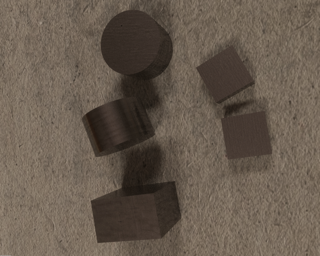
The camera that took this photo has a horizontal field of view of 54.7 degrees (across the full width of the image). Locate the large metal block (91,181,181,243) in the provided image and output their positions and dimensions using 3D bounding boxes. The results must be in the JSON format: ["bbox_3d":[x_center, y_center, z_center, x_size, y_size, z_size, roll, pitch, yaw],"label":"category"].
[{"bbox_3d":[-0.027,0.103,0.388,0.080,0.080,0.050,-11,87,19],"label":"large metal block"}]

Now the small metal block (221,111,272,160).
[{"bbox_3d":[0.104,0.009,0.372,0.050,0.025,0.050,-10,87,19],"label":"small metal block"}]

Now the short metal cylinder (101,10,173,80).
[{"bbox_3d":[-0.029,-0.106,0.405,0.080,0.050,0.079,0,90,19],"label":"short metal cylinder"}]

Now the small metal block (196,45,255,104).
[{"bbox_3d":[0.080,-0.064,0.380,0.050,0.025,0.050,-31,80,17],"label":"small metal block"}]

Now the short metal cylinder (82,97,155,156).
[{"bbox_3d":[-0.053,-0.001,0.397,0.080,0.080,0.050,-24,82,18],"label":"short metal cylinder"}]
